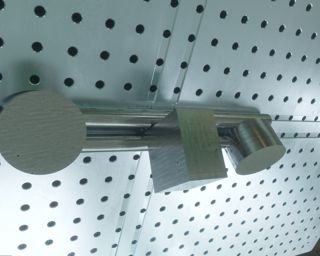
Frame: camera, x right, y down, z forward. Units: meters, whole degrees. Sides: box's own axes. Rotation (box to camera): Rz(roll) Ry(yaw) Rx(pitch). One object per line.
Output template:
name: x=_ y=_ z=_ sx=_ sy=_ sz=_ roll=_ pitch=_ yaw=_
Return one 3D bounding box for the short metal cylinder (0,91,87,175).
short metal cylinder: x=-0.121 y=0.002 z=0.312 sx=0.081 sy=0.050 sz=0.079 roll=-4 pitch=97 yaw=-28

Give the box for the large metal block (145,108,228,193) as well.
large metal block: x=0.028 y=0.030 z=0.370 sx=0.050 sy=0.080 sz=0.080 roll=1 pitch=160 yaw=-29

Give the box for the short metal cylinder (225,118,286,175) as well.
short metal cylinder: x=0.142 y=0.030 z=0.474 sx=0.081 sy=0.050 sz=0.080 roll=-14 pitch=145 yaw=-10

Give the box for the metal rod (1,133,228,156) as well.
metal rod: x=-0.036 y=0.018 z=0.402 sx=0.303 sy=0.025 sz=0.025 roll=0 pitch=118 yaw=-29

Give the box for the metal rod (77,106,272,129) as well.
metal rod: x=0.037 y=-0.012 z=0.423 sx=0.303 sy=0.025 sz=0.025 roll=1 pitch=118 yaw=-29
